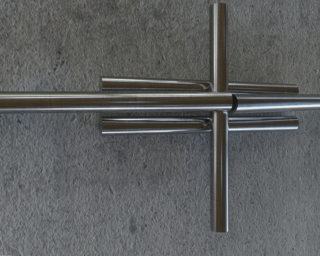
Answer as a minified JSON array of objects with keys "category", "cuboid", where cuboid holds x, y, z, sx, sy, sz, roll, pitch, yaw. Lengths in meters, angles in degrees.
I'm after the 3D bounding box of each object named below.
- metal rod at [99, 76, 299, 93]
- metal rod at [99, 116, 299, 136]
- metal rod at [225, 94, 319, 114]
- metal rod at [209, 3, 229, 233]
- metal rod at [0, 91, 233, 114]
[{"category":"metal rod","cuboid":[0.068,-0.055,0.436,0.303,0.025,0.025,-1,91,-21]},{"category":"metal rod","cuboid":[0.068,-0.005,0.436,0.303,0.025,0.025,-1,91,-21]},{"category":"metal rod","cuboid":[0.220,-0.039,0.467,0.303,0.025,0.025,-4,92,-30]},{"category":"metal rod","cuboid":[0.079,-0.013,0.414,0.025,0.025,0.298,0,90,-20]},{"category":"metal rod","cuboid":[-0.062,-0.030,0.361,0.302,0.025,0.025,-1,91,-11]}]
